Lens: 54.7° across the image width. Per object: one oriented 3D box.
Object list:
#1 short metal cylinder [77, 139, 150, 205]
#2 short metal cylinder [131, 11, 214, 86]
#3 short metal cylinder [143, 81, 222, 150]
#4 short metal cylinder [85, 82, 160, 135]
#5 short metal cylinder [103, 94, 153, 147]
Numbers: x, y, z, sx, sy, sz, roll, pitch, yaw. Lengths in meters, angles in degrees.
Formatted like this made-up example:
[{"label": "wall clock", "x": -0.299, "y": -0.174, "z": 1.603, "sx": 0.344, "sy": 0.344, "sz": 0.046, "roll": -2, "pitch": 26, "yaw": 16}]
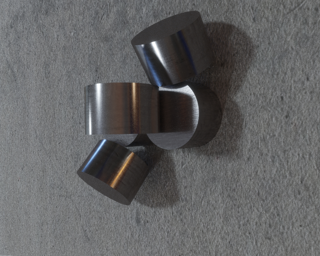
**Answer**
[{"label": "short metal cylinder", "x": -0.061, "y": 0.059, "z": 0.410, "sx": 0.080, "sy": 0.080, "sz": 0.050, "roll": 10, "pitch": 57, "yaw": 39}, {"label": "short metal cylinder", "x": 0.015, "y": -0.090, "z": 0.348, "sx": 0.080, "sy": 0.080, "sz": 0.050, "roll": 1, "pitch": 129, "yaw": 39}, {"label": "short metal cylinder", "x": 0.026, "y": -0.016, "z": 0.367, "sx": 0.080, "sy": 0.050, "sz": 0.079, "roll": 0, "pitch": 90, "yaw": 39}, {"label": "short metal cylinder", "x": -0.040, "y": -0.018, "z": 0.337, "sx": 0.080, "sy": 0.081, "sz": 0.050, "roll": -2, "pitch": 89, "yaw": 39}, {"label": "short metal cylinder", "x": -0.037, "y": -0.015, "z": 0.417, "sx": 0.080, "sy": 0.050, "sz": 0.079, "roll": 0, "pitch": 90, "yaw": 39}]
